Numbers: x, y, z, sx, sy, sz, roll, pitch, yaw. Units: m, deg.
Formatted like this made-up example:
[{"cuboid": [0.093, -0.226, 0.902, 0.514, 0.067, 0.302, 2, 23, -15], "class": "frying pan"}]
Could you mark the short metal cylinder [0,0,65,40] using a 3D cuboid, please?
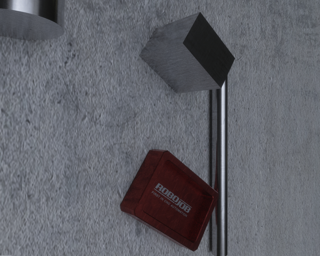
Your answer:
[{"cuboid": [-0.124, -0.112, 0.266, 0.081, 0.080, 0.050, 2, 89, -40], "class": "short metal cylinder"}]

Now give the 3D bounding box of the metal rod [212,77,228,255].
[{"cuboid": [0.094, 0.048, 0.485, 0.025, 0.025, 0.298, 0, 90, -40], "class": "metal rod"}]

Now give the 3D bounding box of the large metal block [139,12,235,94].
[{"cuboid": [0.035, -0.092, 0.400, 0.080, 0.080, 0.050, 41, 65, -33], "class": "large metal block"}]

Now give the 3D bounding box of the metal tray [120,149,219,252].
[{"cuboid": [0.019, 0.099, 0.419, 0.130, 0.030, 0.090, 42, 65, -32], "class": "metal tray"}]
